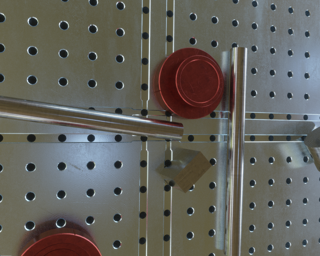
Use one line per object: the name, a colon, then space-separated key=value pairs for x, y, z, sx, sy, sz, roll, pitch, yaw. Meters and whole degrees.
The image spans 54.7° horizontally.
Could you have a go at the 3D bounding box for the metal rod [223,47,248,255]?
metal rod: x=0.110 y=0.034 z=0.453 sx=0.025 sy=0.025 sz=0.298 roll=2 pitch=89 yaw=-20

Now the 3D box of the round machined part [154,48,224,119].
round machined part: x=0.045 y=-0.061 z=0.420 sx=0.099 sy=0.042 sz=0.097 roll=0 pitch=90 yaw=-20

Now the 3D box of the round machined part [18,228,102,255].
round machined part: x=-0.117 y=0.165 z=0.361 sx=0.099 sy=0.042 sz=0.097 roll=0 pitch=90 yaw=-20

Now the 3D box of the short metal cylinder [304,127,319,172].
short metal cylinder: x=0.277 y=0.029 z=0.485 sx=0.080 sy=0.080 sz=0.050 roll=-34 pitch=101 yaw=-17

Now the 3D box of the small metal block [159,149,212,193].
small metal block: x=0.033 y=0.055 z=0.411 sx=0.050 sy=0.050 sz=0.025 roll=-43 pitch=104 yaw=-15

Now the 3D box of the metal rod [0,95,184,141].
metal rod: x=-0.114 y=-0.015 z=0.370 sx=0.302 sy=0.025 sz=0.025 roll=8 pitch=87 yaw=-20
